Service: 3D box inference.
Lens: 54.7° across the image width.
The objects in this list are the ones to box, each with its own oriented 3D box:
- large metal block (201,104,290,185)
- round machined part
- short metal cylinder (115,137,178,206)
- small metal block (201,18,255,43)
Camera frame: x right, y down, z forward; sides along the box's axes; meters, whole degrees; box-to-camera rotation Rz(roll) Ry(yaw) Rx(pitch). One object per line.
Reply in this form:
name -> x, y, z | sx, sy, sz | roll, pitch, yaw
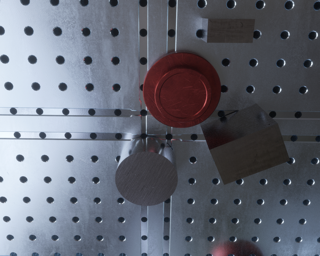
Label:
large metal block -> 0.103, 0.017, 0.391 | 0.080, 0.080, 0.050 | -22, 109, 8
round machined part -> 0.028, -0.045, 0.388 | 0.099, 0.042, 0.097 | 0, 110, 0
short metal cylinder -> -0.017, 0.058, 0.421 | 0.081, 0.050, 0.079 | 0, 110, 0
small metal block -> 0.077, -0.114, 0.359 | 0.050, 0.050, 0.025 | 0, 110, 0
